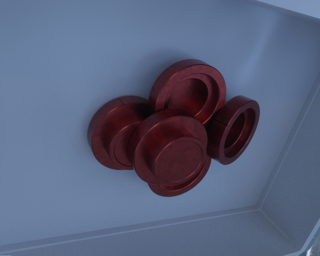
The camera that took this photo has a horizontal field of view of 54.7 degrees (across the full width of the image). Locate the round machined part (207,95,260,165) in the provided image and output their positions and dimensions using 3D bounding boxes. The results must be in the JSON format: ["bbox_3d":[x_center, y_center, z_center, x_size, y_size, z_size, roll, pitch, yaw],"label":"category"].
[{"bbox_3d":[0.095,-0.001,0.435,0.099,0.042,0.097,-30,135,-35],"label":"round machined part"}]

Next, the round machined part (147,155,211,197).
[{"bbox_3d":[0.020,0.046,0.436,0.099,0.042,0.097,-14,125,-21],"label":"round machined part"}]

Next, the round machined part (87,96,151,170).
[{"bbox_3d":[-0.036,0.013,0.383,0.099,0.042,0.097,-14,125,-21],"label":"round machined part"}]

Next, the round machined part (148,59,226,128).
[{"bbox_3d":[0.030,-0.040,0.389,0.099,0.042,0.097,-14,125,-21],"label":"round machined part"}]

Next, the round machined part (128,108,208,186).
[{"bbox_3d":[0.015,0.029,0.367,0.099,0.042,0.097,-14,125,-21],"label":"round machined part"}]
